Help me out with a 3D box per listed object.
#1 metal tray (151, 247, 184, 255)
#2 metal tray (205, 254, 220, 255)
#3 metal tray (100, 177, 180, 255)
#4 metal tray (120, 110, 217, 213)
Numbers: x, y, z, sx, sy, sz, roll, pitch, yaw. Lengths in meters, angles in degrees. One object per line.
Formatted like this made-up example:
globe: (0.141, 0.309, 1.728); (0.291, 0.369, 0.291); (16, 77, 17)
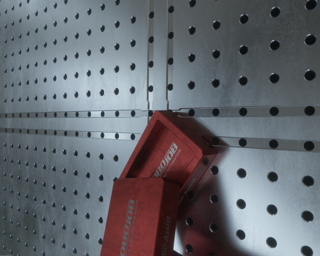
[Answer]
metal tray: (0.028, 0.198, 0.343); (0.130, 0.030, 0.089); (17, 101, 38)
metal tray: (0.030, 0.214, 0.382); (0.130, 0.030, 0.090); (-29, 72, 36)
metal tray: (-0.026, 0.125, 0.364); (0.090, 0.030, 0.130); (-11, 63, 42)
metal tray: (0.003, 0.053, 0.404); (0.090, 0.030, 0.129); (43, 116, 31)
